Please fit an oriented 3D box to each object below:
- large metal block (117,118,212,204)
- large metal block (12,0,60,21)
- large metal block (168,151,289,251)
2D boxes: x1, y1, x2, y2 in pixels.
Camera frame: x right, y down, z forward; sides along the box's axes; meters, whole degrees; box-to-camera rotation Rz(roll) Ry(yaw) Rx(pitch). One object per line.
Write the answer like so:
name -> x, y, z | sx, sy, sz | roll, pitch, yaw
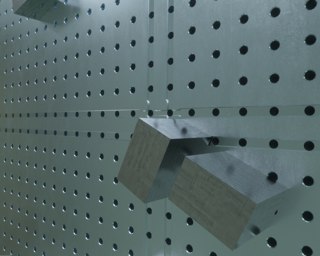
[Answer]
large metal block -> 0.006, 0.035, 0.370 | 0.050, 0.081, 0.080 | 33, 111, 35
large metal block -> -0.242, -0.268, 0.595 | 0.080, 0.050, 0.080 | -18, 79, 38
large metal block -> 0.070, 0.067, 0.316 | 0.080, 0.081, 0.050 | 33, 110, 35
